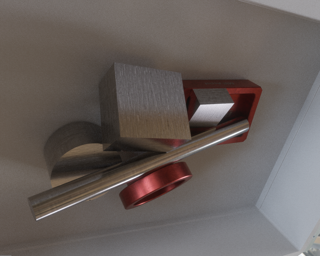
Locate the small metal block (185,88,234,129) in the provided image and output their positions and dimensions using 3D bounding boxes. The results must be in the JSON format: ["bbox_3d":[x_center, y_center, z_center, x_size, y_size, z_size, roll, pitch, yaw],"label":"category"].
[{"bbox_3d":[0.058,-0.025,0.397,0.050,0.025,0.050,-5,147,-26],"label":"small metal block"}]

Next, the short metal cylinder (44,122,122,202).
[{"bbox_3d":[-0.091,0.039,0.365,0.081,0.050,0.079,-14,125,-21],"label":"short metal cylinder"}]

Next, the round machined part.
[{"bbox_3d":[-0.010,0.068,0.413,0.099,0.042,0.098,-25,164,-8],"label":"round machined part"}]

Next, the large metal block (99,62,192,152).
[{"bbox_3d":[-0.018,-0.019,0.341,0.081,0.080,0.050,3,159,-29],"label":"large metal block"}]

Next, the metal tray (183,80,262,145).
[{"bbox_3d":[0.073,-0.020,0.432,0.131,0.030,0.089,-5,121,-27],"label":"metal tray"}]

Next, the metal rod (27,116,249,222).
[{"bbox_3d":[-0.001,0.037,0.377,0.302,0.025,0.025,-19,127,-31],"label":"metal rod"}]
